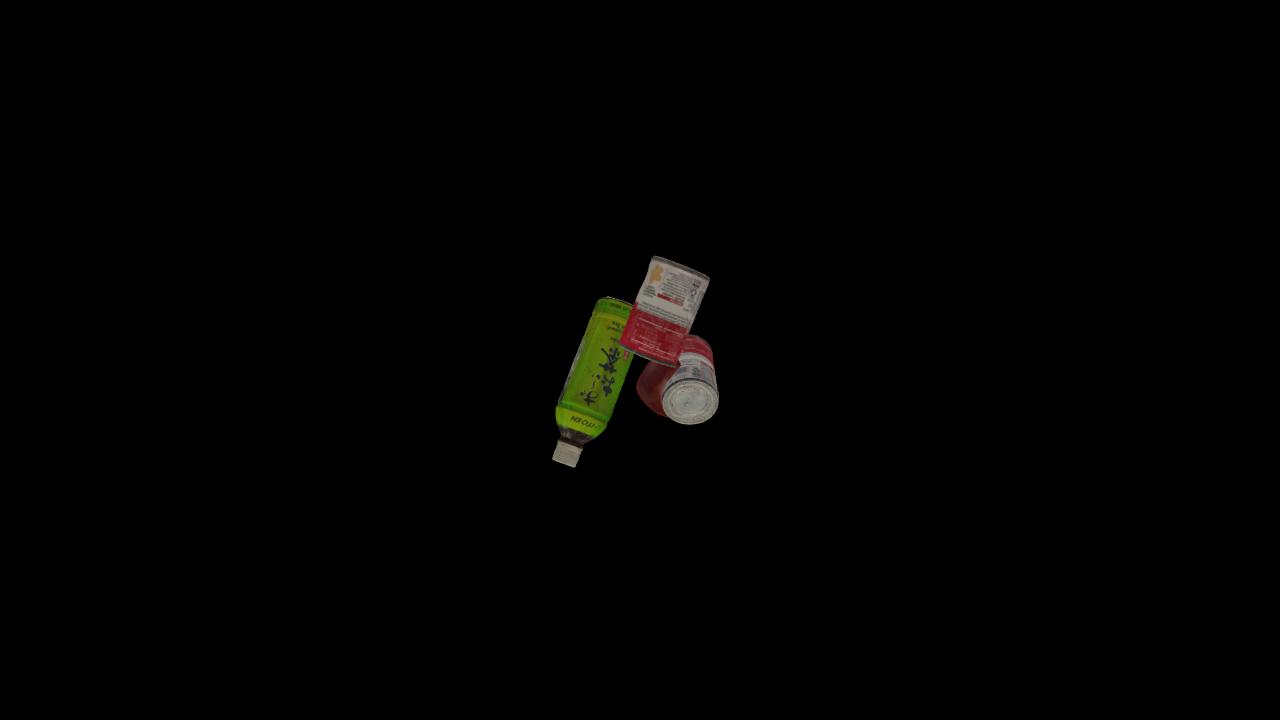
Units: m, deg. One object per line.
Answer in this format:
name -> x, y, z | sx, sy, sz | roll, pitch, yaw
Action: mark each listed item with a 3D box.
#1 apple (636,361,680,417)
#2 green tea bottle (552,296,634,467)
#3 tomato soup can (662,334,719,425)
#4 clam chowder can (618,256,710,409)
apple -> 0.035, 0.032, 0.743 | 0.079, 0.079, 0.093 | 0, 11, -22
green tea bottle -> -0.058, 0.029, 0.767 | 0.073, 0.212, 0.073 | 21, -11, 4
tomato soup can -> 0.059, 0.023, 0.740 | 0.068, 0.068, 0.101 | 0, 33, 1
clam chowder can -> 0.026, -0.051, 0.651 | 0.068, 0.102, 0.068 | 22, 6, -2
